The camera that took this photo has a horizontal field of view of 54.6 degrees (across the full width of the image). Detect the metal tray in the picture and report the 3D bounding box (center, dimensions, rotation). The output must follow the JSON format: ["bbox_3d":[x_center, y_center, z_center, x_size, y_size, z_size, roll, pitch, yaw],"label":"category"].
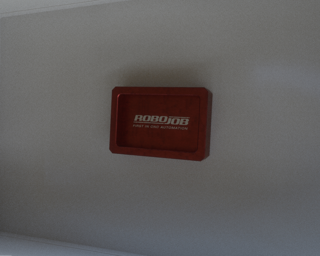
[{"bbox_3d":[0.000,-0.008,0.408,0.130,0.030,0.090,3,91,20],"label":"metal tray"}]
